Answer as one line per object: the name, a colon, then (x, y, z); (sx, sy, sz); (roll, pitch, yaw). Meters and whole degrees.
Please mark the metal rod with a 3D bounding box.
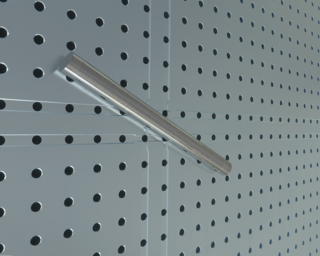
metal rod: (0.003, -0.003, 0.414); (0.301, 0.025, 0.025); (34, 69, -35)
